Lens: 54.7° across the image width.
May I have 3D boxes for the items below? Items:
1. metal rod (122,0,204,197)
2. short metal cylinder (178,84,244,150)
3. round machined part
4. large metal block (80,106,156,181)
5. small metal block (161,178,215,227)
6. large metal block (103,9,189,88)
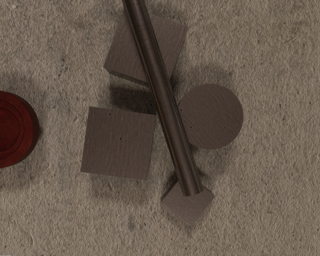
[{"bbox_3d":[-0.006,-0.067,0.359,0.025,0.025,0.298,-17,90,0],"label":"metal rod"},{"bbox_3d":[0.061,-0.014,0.398,0.081,0.050,0.079,0,90,-1],"label":"short metal cylinder"},{"bbox_3d":[-0.204,0.002,0.399,0.099,0.042,0.097,0,90,-1],"label":"round machined part"},{"bbox_3d":[-0.050,0.018,0.397,0.081,0.050,0.080,8,90,-1],"label":"large metal block"},{"bbox_3d":[0.036,0.092,0.411,0.050,0.025,0.050,38,90,-1],"label":"small metal block"},{"bbox_3d":[-0.017,-0.098,0.397,0.080,0.050,0.080,20,90,-1],"label":"large metal block"}]
